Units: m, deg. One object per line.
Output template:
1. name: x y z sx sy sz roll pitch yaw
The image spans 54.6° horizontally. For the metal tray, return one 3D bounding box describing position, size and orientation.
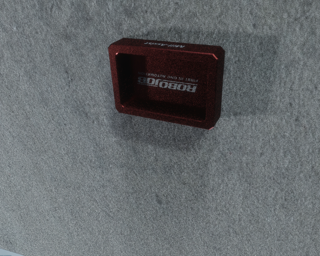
1. metal tray: 0.006 -0.054 0.367 0.130 0.030 0.089 11 123 22
